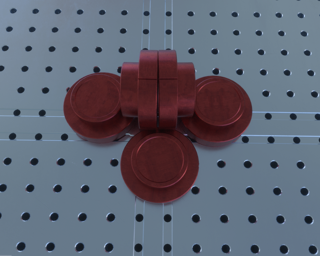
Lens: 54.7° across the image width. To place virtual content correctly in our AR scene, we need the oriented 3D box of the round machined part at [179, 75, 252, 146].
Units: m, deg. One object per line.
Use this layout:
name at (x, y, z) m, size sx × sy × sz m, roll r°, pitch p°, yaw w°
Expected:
round machined part at (0.074, -0.028, 0.413) m, size 0.099 × 0.042 × 0.098 m, roll 0°, pitch 70°, yaw -1°

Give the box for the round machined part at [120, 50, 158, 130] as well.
round machined part at (-0.024, -0.047, 0.383) m, size 0.042 × 0.098 × 0.098 m, roll 1°, pitch 70°, yaw 0°

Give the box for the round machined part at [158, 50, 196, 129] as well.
round machined part at (0.020, -0.047, 0.385) m, size 0.042 × 0.098 × 0.098 m, roll -1°, pitch 70°, yaw -1°

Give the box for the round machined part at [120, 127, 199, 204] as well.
round machined part at (0.000, 0.044, 0.386) m, size 0.099 × 0.042 × 0.098 m, roll 0°, pitch 70°, yaw -1°

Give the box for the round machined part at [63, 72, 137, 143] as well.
round machined part at (-0.080, -0.032, 0.413) m, size 0.099 × 0.042 × 0.098 m, roll 0°, pitch 70°, yaw -1°
